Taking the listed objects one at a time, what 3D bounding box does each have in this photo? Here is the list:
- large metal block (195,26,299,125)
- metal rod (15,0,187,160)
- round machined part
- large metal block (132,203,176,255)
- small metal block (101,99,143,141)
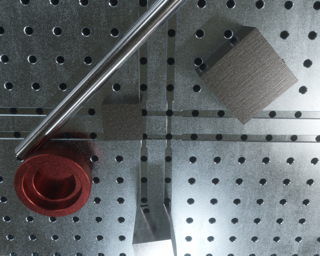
[{"bbox_3d":[0.102,-0.065,0.377,0.080,0.050,0.080,-41,105,13],"label":"large metal block"},{"bbox_3d":[-0.080,-0.063,0.389,0.299,0.025,0.025,-42,105,14],"label":"metal rod"},{"bbox_3d":[-0.142,0.070,0.426,0.099,0.042,0.097,-1,113,-3],"label":"round machined part"},{"bbox_3d":[-0.005,0.168,0.446,0.050,0.080,0.079,-8,110,3],"label":"large metal block"},{"bbox_3d":[-0.048,-0.011,0.409,0.050,0.025,0.050,-1,110,0],"label":"small metal block"}]
